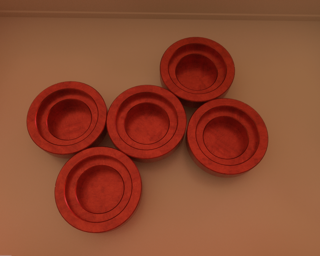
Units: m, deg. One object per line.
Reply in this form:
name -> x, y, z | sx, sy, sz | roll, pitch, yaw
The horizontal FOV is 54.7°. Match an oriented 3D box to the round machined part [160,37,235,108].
round machined part -> 0.049, -0.072, 0.424 | 0.099, 0.042, 0.098 | 0, 70, 0

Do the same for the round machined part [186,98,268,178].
round machined part -> 0.082, 0.015, 0.393 | 0.099, 0.042, 0.098 | 0, 70, 0

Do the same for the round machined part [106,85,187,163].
round machined part -> -0.016, -0.003, 0.398 | 0.099, 0.042, 0.098 | 0, 70, 0

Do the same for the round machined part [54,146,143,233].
round machined part -> -0.070, 0.074, 0.370 | 0.099, 0.042, 0.098 | 0, 70, 0

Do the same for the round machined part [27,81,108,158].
round machined part -> -0.114, -0.008, 0.400 | 0.099, 0.042, 0.098 | 0, 70, 0
